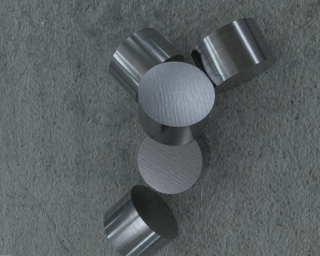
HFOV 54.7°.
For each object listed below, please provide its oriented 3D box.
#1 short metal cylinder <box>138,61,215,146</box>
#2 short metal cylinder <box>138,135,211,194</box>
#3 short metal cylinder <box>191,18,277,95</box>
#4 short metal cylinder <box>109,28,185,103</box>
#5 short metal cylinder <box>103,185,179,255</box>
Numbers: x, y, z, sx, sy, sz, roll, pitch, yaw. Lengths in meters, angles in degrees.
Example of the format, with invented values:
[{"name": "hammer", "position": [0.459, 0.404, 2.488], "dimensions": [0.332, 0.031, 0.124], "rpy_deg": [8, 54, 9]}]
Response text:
[{"name": "short metal cylinder", "position": [0.016, -0.026, 0.345], "dimensions": [0.081, 0.050, 0.080], "rpy_deg": [1, 64, -2]}, {"name": "short metal cylinder", "position": [0.019, 0.038, 0.389], "dimensions": [0.080, 0.050, 0.080], "rpy_deg": [0, 90, 20]}, {"name": "short metal cylinder", "position": [0.082, -0.078, 0.351], "dimensions": [0.080, 0.080, 0.050], "rpy_deg": [-28, 81, 18]}, {"name": "short metal cylinder", "position": [-0.016, -0.076, 0.385], "dimensions": [0.080, 0.080, 0.050], "rpy_deg": [-47, 76, 14]}, {"name": "short metal cylinder", "position": [-0.023, 0.119, 0.388], "dimensions": [0.050, 0.080, 0.080], "rpy_deg": [-44, 76, 15]}]
